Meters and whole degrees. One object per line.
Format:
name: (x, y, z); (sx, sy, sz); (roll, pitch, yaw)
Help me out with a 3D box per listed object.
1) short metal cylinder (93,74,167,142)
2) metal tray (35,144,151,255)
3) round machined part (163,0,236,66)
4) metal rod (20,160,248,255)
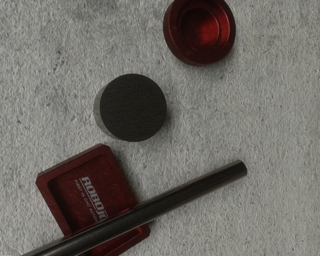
short metal cylinder: (-0.038, -0.024, 0.382); (0.081, 0.050, 0.079); (0, 90, -21)
metal tray: (-0.079, 0.095, 0.377); (0.091, 0.030, 0.129); (-28, 99, -18)
round machined part: (0.049, -0.132, 0.419); (0.099, 0.042, 0.097); (0, 90, -21)
metal rod: (-0.022, 0.102, 0.369); (0.302, 0.025, 0.025); (-20, 97, -21)
